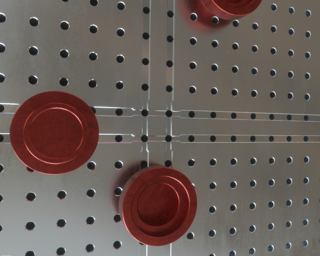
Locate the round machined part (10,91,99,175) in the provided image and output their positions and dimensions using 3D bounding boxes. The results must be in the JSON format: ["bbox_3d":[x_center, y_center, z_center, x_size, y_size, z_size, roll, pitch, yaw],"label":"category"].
[{"bbox_3d":[-0.120,0.006,0.359,0.099,0.042,0.097,0,90,-20],"label":"round machined part"}]

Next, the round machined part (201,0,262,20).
[{"bbox_3d":[0.095,-0.201,0.438,0.099,0.042,0.097,0,90,-20],"label":"round machined part"}]

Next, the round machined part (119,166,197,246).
[{"bbox_3d":[-0.005,0.097,0.402,0.099,0.042,0.097,0,90,-20],"label":"round machined part"}]
